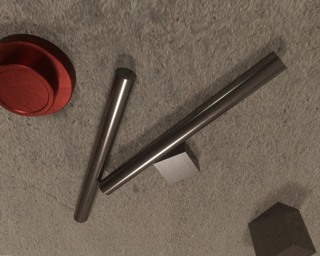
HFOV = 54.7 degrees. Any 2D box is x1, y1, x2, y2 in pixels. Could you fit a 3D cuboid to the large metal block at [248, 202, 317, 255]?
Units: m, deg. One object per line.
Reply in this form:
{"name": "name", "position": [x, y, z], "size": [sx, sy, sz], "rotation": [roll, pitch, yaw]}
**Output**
{"name": "large metal block", "position": [0.207, 0.189, 0.535], "size": [0.050, 0.080, 0.080], "rotation": [23, 126, -19]}

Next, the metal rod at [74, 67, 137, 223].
{"name": "metal rod", "position": [-0.088, 0.045, 0.444], "size": [0.025, 0.025, 0.298], "rotation": [15, 129, -13]}

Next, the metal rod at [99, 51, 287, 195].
{"name": "metal rod", "position": [0.026, 0.007, 0.405], "size": [0.299, 0.025, 0.025], "rotation": [-38, 121, 24]}

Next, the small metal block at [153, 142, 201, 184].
{"name": "small metal block", "position": [0.024, 0.050, 0.450], "size": [0.050, 0.025, 0.050], "rotation": [-23, 127, 18]}

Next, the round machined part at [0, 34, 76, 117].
{"name": "round machined part", "position": [-0.149, -0.051, 0.350], "size": [0.099, 0.042, 0.097], "rotation": [-1, 130, 0]}
